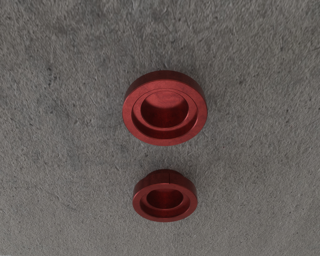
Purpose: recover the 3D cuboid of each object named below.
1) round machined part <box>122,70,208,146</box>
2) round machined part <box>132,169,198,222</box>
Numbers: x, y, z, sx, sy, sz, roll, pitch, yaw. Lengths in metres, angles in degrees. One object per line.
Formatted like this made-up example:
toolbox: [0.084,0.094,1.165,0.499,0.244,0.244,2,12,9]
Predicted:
round machined part: [0.006,-0.027,0.373,0.099,0.042,0.097,0,130,0]
round machined part: [0.008,0.101,0.482,0.099,0.042,0.097,0,130,0]
